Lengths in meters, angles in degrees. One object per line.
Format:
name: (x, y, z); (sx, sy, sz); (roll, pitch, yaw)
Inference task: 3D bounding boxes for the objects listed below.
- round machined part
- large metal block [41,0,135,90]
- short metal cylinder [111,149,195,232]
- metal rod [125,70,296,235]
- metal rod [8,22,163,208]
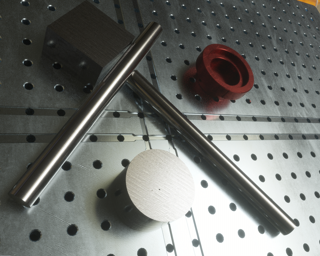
round machined part: (0.101, -0.086, 0.506); (0.099, 0.042, 0.098); (14, 56, -21)
large metal block: (-0.094, -0.110, 0.410); (0.080, 0.050, 0.080); (36, 51, -4)
short metal cylinder: (-0.008, 0.070, 0.346); (0.081, 0.050, 0.080); (14, 56, -21)
metal rod: (0.067, 0.032, 0.426); (0.300, 0.025, 0.025); (44, 51, 2)
metal rod: (-0.071, -0.039, 0.378); (0.025, 0.025, 0.301); (34, 56, -6)
